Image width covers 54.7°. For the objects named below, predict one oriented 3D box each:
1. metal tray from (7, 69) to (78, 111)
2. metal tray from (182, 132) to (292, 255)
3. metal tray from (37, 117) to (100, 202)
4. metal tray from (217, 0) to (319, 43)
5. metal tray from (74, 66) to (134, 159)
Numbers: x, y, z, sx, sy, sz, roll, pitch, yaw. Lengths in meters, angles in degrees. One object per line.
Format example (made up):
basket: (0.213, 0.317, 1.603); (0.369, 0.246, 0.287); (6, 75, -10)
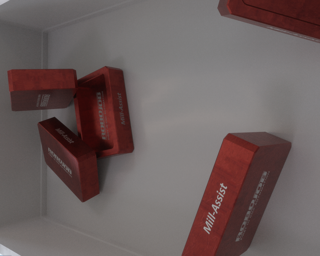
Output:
metal tray: (-0.186, -0.057, 0.487); (0.130, 0.091, 0.030); (158, 105, -64)
metal tray: (0.076, 0.069, 0.301); (0.030, 0.091, 0.129); (27, 107, 37)
metal tray: (-0.150, 0.049, 0.504); (0.130, 0.030, 0.089); (32, 133, 36)
metal tray: (0.122, -0.119, 0.244); (0.030, 0.131, 0.089); (-104, 27, -72)
metal tray: (-0.090, -0.019, 0.478); (0.090, 0.030, 0.129); (-15, 81, 39)
